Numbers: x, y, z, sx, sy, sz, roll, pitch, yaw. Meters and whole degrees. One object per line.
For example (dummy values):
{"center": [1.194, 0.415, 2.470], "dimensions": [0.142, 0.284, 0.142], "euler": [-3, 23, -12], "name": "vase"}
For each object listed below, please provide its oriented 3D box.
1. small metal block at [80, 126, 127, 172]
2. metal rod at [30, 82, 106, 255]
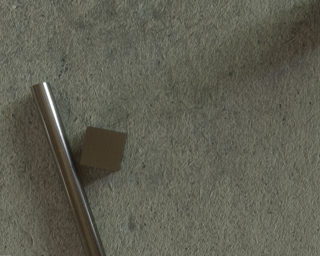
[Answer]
{"center": [-0.073, 0.027, 0.409], "dimensions": [0.050, 0.025, 0.050], "euler": [11, 90, -1], "name": "small metal block"}
{"center": [-0.111, 0.086, 0.408], "dimensions": [0.025, 0.025, 0.298], "euler": [-18, 90, 0], "name": "metal rod"}
